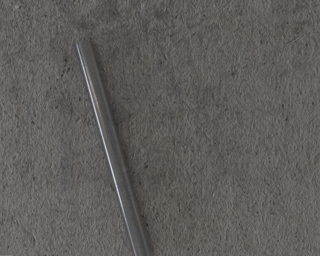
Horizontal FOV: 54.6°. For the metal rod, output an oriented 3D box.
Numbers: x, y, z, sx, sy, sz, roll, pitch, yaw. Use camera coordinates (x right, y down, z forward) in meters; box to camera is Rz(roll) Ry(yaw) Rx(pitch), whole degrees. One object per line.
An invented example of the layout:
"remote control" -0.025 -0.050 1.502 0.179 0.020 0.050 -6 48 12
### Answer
"metal rod" -0.061 0.033 0.409 0.025 0.025 0.299 -16 90 0
